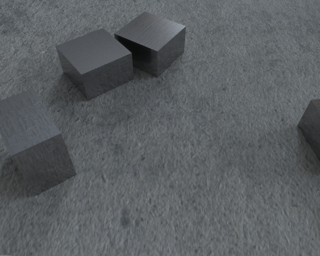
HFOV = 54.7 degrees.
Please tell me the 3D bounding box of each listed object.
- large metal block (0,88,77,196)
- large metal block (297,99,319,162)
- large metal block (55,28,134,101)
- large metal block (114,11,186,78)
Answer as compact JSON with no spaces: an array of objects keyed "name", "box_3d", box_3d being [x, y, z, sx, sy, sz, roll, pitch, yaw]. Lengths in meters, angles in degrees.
[{"name":"large metal block","box_3d":[-0.143,0.016,0.352,0.050,0.080,0.080,-27,56,-21]},{"name":"large metal block","box_3d":[0.235,0.006,0.386,0.081,0.050,0.080,-8,51,-7]},{"name":"large metal block","box_3d":[-0.097,-0.098,0.468,0.081,0.050,0.080,-30,57,-23]},{"name":"large metal block","box_3d":[-0.015,-0.137,0.502,0.080,0.050,0.080,27,55,21]}]
